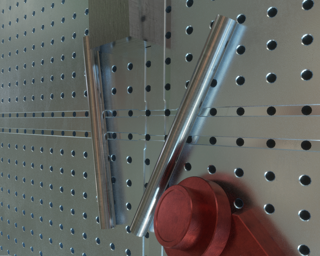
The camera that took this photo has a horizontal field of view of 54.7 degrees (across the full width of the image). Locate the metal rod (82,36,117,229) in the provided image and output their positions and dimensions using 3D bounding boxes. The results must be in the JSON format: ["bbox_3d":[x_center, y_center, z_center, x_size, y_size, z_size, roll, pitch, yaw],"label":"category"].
[{"bbox_3d":[-0.096,0.003,0.485,0.025,0.025,0.298,-11,83,39],"label":"metal rod"}]

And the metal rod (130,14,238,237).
[{"bbox_3d":[0.022,0.010,0.389,0.025,0.025,0.298,34,111,34],"label":"metal rod"}]

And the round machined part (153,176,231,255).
[{"bbox_3d":[0.029,0.102,0.347,0.098,0.042,0.098,-38,40,42],"label":"round machined part"}]

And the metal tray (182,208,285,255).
[{"bbox_3d":[0.074,0.163,0.344,0.129,0.030,0.090,-50,61,28],"label":"metal tray"}]

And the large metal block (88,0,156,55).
[{"bbox_3d":[-0.054,-0.154,0.436,0.080,0.050,0.079,-3,88,39],"label":"large metal block"}]
